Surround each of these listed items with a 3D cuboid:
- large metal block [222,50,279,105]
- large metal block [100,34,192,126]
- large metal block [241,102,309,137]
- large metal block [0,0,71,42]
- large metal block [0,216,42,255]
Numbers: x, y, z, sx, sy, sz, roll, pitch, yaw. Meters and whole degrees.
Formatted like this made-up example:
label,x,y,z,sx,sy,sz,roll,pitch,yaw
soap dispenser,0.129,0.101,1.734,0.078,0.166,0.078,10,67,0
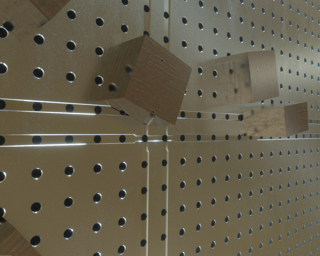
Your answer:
label,x,y,z,sx,sy,sz,roll,pitch,yaw
large metal block,0.155,-0.086,0.526,0.081,0.050,0.079,-15,100,-39
large metal block,-0.015,-0.054,0.382,0.080,0.050,0.080,28,73,-37
large metal block,0.203,-0.016,0.547,0.081,0.080,0.050,-11,97,-40
large metal block,-0.110,-0.132,0.282,0.050,0.080,0.080,47,62,-30
large metal block,-0.144,0.140,0.274,0.080,0.050,0.080,-44,117,-31
